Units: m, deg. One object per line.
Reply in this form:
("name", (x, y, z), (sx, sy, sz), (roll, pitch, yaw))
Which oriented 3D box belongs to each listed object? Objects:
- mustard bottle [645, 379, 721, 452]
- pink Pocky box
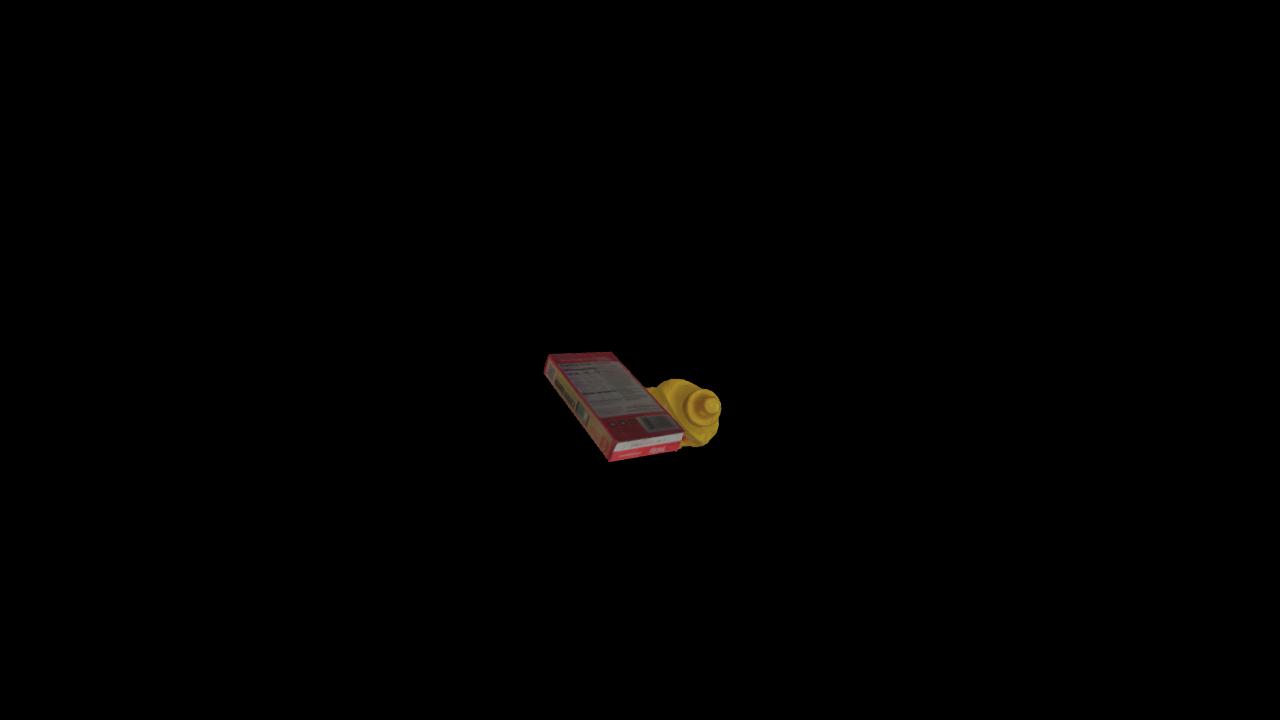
("mustard bottle", (0.050, 0.064, 0.745), (0.054, 0.092, 0.184), (-32, 1, -22))
("pink Pocky box", (-0.030, 0.042, 0.637), (0.084, 0.029, 0.155), (-3, 34, -36))
